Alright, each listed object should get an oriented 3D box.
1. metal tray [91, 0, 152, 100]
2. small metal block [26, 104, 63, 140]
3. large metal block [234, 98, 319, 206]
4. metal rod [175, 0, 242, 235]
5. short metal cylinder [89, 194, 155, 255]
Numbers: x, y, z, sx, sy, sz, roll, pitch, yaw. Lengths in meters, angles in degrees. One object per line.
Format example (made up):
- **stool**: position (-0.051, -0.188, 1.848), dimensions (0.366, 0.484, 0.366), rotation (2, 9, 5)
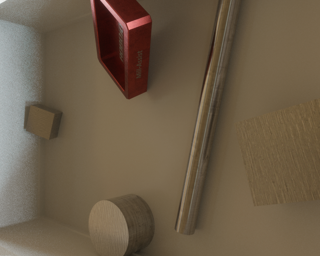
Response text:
- **metal tray**: position (-0.050, -0.109, 0.393), dimensions (0.090, 0.030, 0.129), rotation (53, 158, 24)
- **small metal block**: position (-0.212, -0.012, 0.566), dimensions (0.050, 0.025, 0.050), rotation (20, 103, 12)
- **large metal block**: position (0.125, 0.024, 0.287), dimensions (0.080, 0.050, 0.080), rotation (-19, 78, 38)
- **metal rod**: position (0.056, -0.020, 0.359), dimensions (0.025, 0.025, 0.298), rotation (16, 100, 38)
- **short metal cylinder**: position (-0.054, 0.137, 0.433), dimensions (0.080, 0.050, 0.079), rotation (0, 90, 39)
